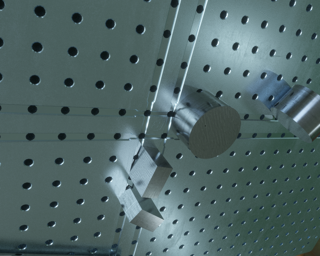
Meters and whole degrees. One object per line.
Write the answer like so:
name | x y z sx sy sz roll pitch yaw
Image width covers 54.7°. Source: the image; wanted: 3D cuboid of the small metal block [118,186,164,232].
small metal block | -0.028 0.119 0.453 0.025 0.050 0.050 -48 129 5

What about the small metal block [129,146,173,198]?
small metal block | -0.014 0.060 0.424 0.025 0.050 0.050 14 111 -34

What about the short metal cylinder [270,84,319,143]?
short metal cylinder | 0.222 -0.022 0.483 0.050 0.080 0.080 -46 129 4

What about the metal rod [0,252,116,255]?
metal rod | -0.178 0.187 0.429 0.302 0.025 0.025 19 108 -36

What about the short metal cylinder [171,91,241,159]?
short metal cylinder | 0.063 -0.005 0.426 0.081 0.050 0.079 -14 124 -21
